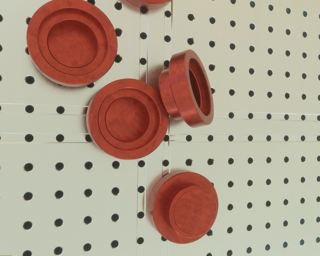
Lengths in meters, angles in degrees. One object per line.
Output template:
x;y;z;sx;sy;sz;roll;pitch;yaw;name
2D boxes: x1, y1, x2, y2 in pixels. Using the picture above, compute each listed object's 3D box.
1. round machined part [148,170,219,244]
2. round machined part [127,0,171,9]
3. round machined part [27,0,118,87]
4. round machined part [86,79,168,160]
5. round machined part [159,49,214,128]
0.037;0.109;0.419;0.099;0.042;0.097;0;90;-21;round machined part
-0.011;-0.210;0.400;0.099;0.042;0.097;0;90;-21;round machined part
-0.103;-0.097;0.366;0.099;0.042;0.097;0;90;-21;round machined part
-0.043;-0.010;0.389;0.099;0.042;0.097;0;90;-20;round machined part
0.033;-0.047;0.398;0.042;0.098;0.097;-14;97;25;round machined part
